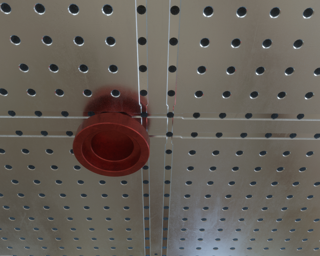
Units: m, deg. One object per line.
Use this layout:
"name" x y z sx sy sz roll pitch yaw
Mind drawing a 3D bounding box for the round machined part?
"round machined part" -0.063 0.017 0.415 0.099 0.042 0.097 0 130 0
